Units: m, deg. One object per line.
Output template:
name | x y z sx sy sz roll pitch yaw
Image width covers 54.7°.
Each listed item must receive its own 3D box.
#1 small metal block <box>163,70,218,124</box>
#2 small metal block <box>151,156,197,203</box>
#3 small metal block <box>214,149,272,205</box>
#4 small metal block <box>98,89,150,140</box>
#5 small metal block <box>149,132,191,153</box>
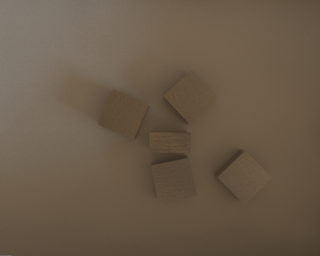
small metal block | 0.040 -0.040 0.411 0.050 0.025 0.050 -43 90 0
small metal block | 0.018 0.068 0.411 0.050 0.025 0.050 -12 90 0
small metal block | 0.110 0.064 0.412 0.050 0.025 0.050 -44 90 0
small metal block | -0.047 -0.017 0.411 0.050 0.025 0.050 23 90 0
small metal block | 0.012 0.018 0.399 0.050 0.050 0.025 1 90 0
